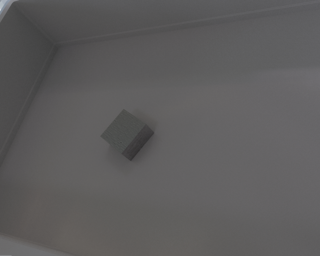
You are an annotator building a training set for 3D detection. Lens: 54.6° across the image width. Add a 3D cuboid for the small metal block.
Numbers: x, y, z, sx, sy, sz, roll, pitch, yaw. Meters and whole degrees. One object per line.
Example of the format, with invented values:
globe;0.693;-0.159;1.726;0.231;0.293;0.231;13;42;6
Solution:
small metal block;-0.045;0.009;0.425;0.050;0.025;0.050;33;80;38
